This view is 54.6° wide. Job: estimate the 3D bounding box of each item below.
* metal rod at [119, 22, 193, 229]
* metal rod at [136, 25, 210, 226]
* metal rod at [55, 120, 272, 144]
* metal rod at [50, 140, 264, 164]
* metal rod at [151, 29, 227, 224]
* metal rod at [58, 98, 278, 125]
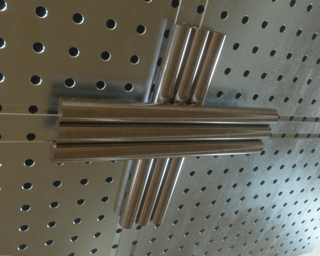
[{"bbox_3d":[-0.013,0.014,0.412,0.025,0.025,0.298,2,118,-29],"label":"metal rod"},{"bbox_3d":[0.009,0.014,0.424,0.025,0.025,0.298,2,118,-29],"label":"metal rod"},{"bbox_3d":[0.026,0.004,0.395,0.302,0.025,0.025,0,118,-29],"label":"metal rod"},{"bbox_3d":[0.017,0.026,0.404,0.302,0.025,0.025,0,118,-29],"label":"metal rod"},{"bbox_3d":[0.031,0.015,0.437,0.025,0.025,0.298,2,118,-29],"label":"metal rod"},{"bbox_3d":[0.032,-0.017,0.385,0.302,0.025,0.025,0,118,-29],"label":"metal rod"}]
